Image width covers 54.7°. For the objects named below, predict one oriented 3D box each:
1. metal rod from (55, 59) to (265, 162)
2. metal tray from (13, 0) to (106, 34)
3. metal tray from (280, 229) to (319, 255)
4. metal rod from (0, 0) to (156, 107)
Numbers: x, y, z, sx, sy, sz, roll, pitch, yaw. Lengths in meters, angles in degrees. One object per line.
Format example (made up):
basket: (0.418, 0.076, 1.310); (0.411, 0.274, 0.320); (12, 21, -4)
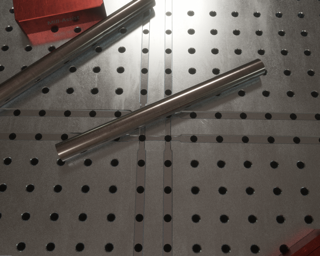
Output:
metal rod: (0.007, -0.028, 0.422); (0.302, 0.025, 0.025); (-24, 72, -9)
metal tray: (-0.157, -0.203, 0.481); (0.131, 0.030, 0.090); (-13, 71, -5)
metal tray: (0.192, 0.191, 0.341); (0.090, 0.030, 0.130); (-30, 73, -11)
metal rod: (-0.131, -0.113, 0.451); (0.301, 0.025, 0.025); (-38, 75, -13)
